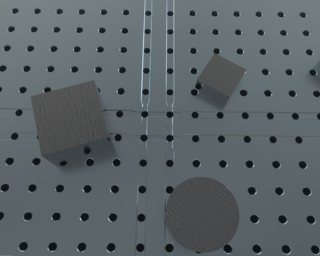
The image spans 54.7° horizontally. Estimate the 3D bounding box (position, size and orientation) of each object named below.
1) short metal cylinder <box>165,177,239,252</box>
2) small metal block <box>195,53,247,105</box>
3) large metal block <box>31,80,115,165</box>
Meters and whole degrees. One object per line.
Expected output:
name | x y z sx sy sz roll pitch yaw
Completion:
short metal cylinder | 0.046 0.101 0.362 0.081 0.050 0.080 0 70 0
small metal block | 0.085 -0.069 0.438 0.050 0.025 0.050 31 73 10
large metal block | -0.111 -0.006 0.400 0.081 0.050 0.080 -16 71 -6
